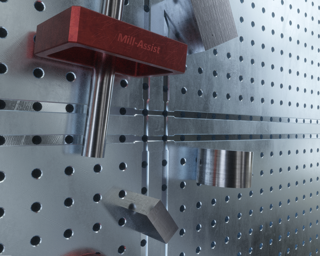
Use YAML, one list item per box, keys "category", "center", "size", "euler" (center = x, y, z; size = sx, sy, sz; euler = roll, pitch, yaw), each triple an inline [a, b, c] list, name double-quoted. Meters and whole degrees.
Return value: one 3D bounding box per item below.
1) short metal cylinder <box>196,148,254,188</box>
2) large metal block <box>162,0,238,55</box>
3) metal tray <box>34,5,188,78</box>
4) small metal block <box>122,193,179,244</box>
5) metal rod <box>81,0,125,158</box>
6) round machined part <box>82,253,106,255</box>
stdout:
- category: "short metal cylinder"
  center: [0.094, 0.057, 0.455]
  size: [0.081, 0.080, 0.050]
  euler: [6, 86, -40]
- category: "large metal block"
  center: [0.059, -0.156, 0.445]
  size: [0.081, 0.050, 0.080]
  euler: [-31, 110, -36]
- category: "metal tray"
  center: [-0.047, -0.080, 0.318]
  size: [0.131, 0.090, 0.030]
  euler: [6, 89, -40]
- category: "small metal block"
  center: [-0.012, 0.111, 0.385]
  size: [0.025, 0.050, 0.050]
  euler: [-45, 117, -31]
- category: "metal rod"
  center: [-0.055, -0.117, 0.343]
  size: [0.025, 0.025, 0.298]
  euler: [9, 86, -40]
- category: "round machined part"
  center: [-0.073, 0.194, 0.339]
  size: [0.099, 0.042, 0.097]
  euler: [0, 90, -40]
